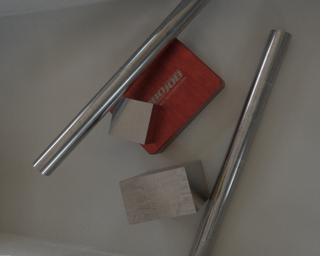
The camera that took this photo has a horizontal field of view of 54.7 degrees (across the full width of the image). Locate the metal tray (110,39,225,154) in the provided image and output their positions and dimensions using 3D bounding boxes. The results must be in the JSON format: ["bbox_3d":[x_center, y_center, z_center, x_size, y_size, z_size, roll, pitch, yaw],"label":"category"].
[{"bbox_3d":[0.007,-0.040,0.405,0.090,0.030,0.130,46,104,14],"label":"metal tray"}]

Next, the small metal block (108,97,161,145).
[{"bbox_3d":[-0.032,-0.010,0.388,0.050,0.025,0.050,14,94,19],"label":"small metal block"}]

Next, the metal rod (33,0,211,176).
[{"bbox_3d":[-0.040,-0.062,0.371,0.025,0.025,0.300,42,89,15],"label":"metal rod"}]

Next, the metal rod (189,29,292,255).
[{"bbox_3d":[0.094,0.030,0.377,0.025,0.025,0.298,21,97,18],"label":"metal rod"}]

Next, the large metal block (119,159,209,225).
[{"bbox_3d":[0.009,0.075,0.377,0.080,0.080,0.050,-16,85,19],"label":"large metal block"}]
